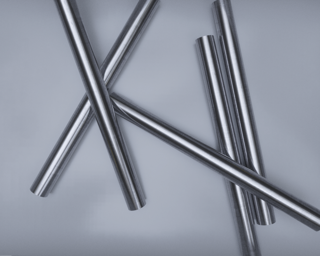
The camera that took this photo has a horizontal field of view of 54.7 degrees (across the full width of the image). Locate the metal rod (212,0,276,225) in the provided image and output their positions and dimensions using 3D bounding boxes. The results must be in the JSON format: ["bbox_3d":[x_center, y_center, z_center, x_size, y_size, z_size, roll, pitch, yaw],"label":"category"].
[{"bbox_3d":[0.111,-0.021,0.411,0.025,0.025,0.298,-12,90,0],"label":"metal rod"}]

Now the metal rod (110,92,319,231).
[{"bbox_3d":[0.063,0.038,0.390,0.301,0.025,0.025,30,90,8],"label":"metal rod"}]

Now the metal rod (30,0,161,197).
[{"bbox_3d":[-0.085,-0.044,0.410,0.025,0.025,0.299,30,90,0],"label":"metal rod"}]

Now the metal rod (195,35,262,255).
[{"bbox_3d":[0.091,0.027,0.411,0.025,0.025,0.298,-12,90,0],"label":"metal rod"}]

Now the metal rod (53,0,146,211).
[{"bbox_3d":[-0.076,-0.036,0.386,0.025,0.025,0.298,-18,100,0],"label":"metal rod"}]
